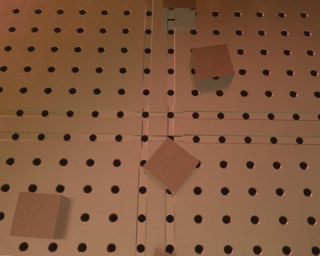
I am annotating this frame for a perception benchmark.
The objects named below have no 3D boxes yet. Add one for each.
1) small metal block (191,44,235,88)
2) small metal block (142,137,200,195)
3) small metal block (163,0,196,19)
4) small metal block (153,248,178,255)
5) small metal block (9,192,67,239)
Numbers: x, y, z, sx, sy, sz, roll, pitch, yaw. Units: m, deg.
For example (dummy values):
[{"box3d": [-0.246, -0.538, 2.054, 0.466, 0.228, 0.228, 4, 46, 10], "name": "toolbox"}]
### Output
[{"box3d": [0.074, -0.089, 0.445, 0.050, 0.025, 0.050, -9, 70, -3], "name": "small metal block"}, {"box3d": [0.014, 0.049, 0.394, 0.050, 0.025, 0.050, 38, 74, 12], "name": "small metal block"}, {"box3d": [0.030, -0.199, 0.485, 0.050, 0.025, 0.050, 1, 70, 0], "name": "small metal block"}, {"box3d": [-0.001, 0.161, 0.340, 0.025, 0.050, 0.050, 18, 71, 6], "name": "small metal block"}, {"box3d": [-0.145, 0.105, 0.373, 0.050, 0.025, 0.050, 4, 70, 1], "name": "small metal block"}]
